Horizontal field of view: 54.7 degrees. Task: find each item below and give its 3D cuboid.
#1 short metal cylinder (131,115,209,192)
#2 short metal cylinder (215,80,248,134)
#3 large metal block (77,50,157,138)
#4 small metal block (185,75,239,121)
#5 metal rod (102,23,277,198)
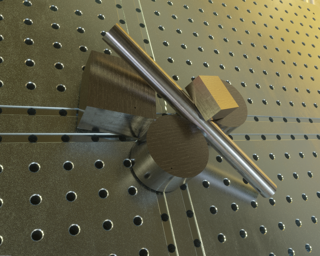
[{"bbox_3d":[0.011,0.031,0.375,0.081,0.050,0.080,14,56,-21],"label":"short metal cylinder"},{"bbox_3d":[0.077,-0.025,0.444,0.081,0.050,0.080,14,56,-21],"label":"short metal cylinder"},{"bbox_3d":[-0.053,-0.039,0.381,0.081,0.050,0.080,10,57,-23],"label":"large metal block"},{"bbox_3d":[0.066,-0.038,0.389,0.050,0.025,0.050,-11,66,-52],"label":"small metal block"},{"bbox_3d":[0.048,-0.011,0.391,0.300,0.025,0.025,43,50,-17],"label":"metal rod"}]
